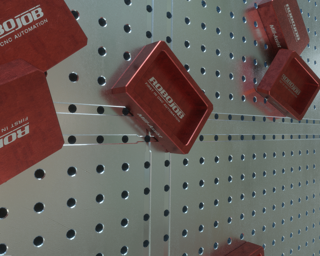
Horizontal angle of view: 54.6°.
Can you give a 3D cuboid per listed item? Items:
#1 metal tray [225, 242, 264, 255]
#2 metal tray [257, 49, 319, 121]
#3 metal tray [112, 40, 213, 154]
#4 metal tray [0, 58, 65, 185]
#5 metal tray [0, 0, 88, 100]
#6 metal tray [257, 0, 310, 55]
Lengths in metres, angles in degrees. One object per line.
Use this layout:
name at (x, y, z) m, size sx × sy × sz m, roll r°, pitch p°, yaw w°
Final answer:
metal tray at (0.142, 0.273, 0.523) m, size 0.091 × 0.030 × 0.129 m, roll -10°, pitch 97°, yaw -39°
metal tray at (0.252, -0.080, 0.595) m, size 0.131 × 0.030 × 0.090 m, roll 28°, pitch 93°, yaw -37°
metal tray at (0.010, -0.037, 0.412) m, size 0.130 × 0.030 × 0.090 m, roll 47°, pitch 62°, yaw -30°
metal tray at (-0.150, 0.009, 0.254) m, size 0.131 × 0.030 × 0.089 m, roll -35°, pitch 140°, yaw -34°
metal tray at (-0.143, -0.086, 0.285) m, size 0.131 × 0.030 × 0.090 m, roll -45°, pitch 117°, yaw -30°
metal tray at (0.246, -0.203, 0.610) m, size 0.090 × 0.030 × 0.130 m, roll -47°, pitch 118°, yaw -29°
